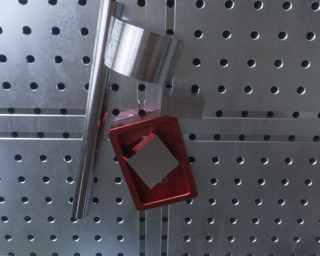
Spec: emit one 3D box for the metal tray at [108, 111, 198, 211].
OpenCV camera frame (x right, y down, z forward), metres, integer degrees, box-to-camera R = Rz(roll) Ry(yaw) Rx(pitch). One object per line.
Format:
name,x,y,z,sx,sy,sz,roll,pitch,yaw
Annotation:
metal tray,-0.007,0.045,0.427,0.090,0.030,0.129,-15,110,5

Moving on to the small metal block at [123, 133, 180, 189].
small metal block,-0.012,0.042,0.406,0.050,0.025,0.050,-40,107,-10

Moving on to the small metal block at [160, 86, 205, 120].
small metal block,0.026,-0.032,0.389,0.050,0.050,0.025,7,110,-3

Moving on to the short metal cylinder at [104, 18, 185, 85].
short metal cylinder,-0.018,-0.087,0.352,0.080,0.080,0.050,16,109,-6

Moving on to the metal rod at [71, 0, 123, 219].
metal rod,-0.087,-0.010,0.408,0.025,0.025,0.298,11,110,-5
